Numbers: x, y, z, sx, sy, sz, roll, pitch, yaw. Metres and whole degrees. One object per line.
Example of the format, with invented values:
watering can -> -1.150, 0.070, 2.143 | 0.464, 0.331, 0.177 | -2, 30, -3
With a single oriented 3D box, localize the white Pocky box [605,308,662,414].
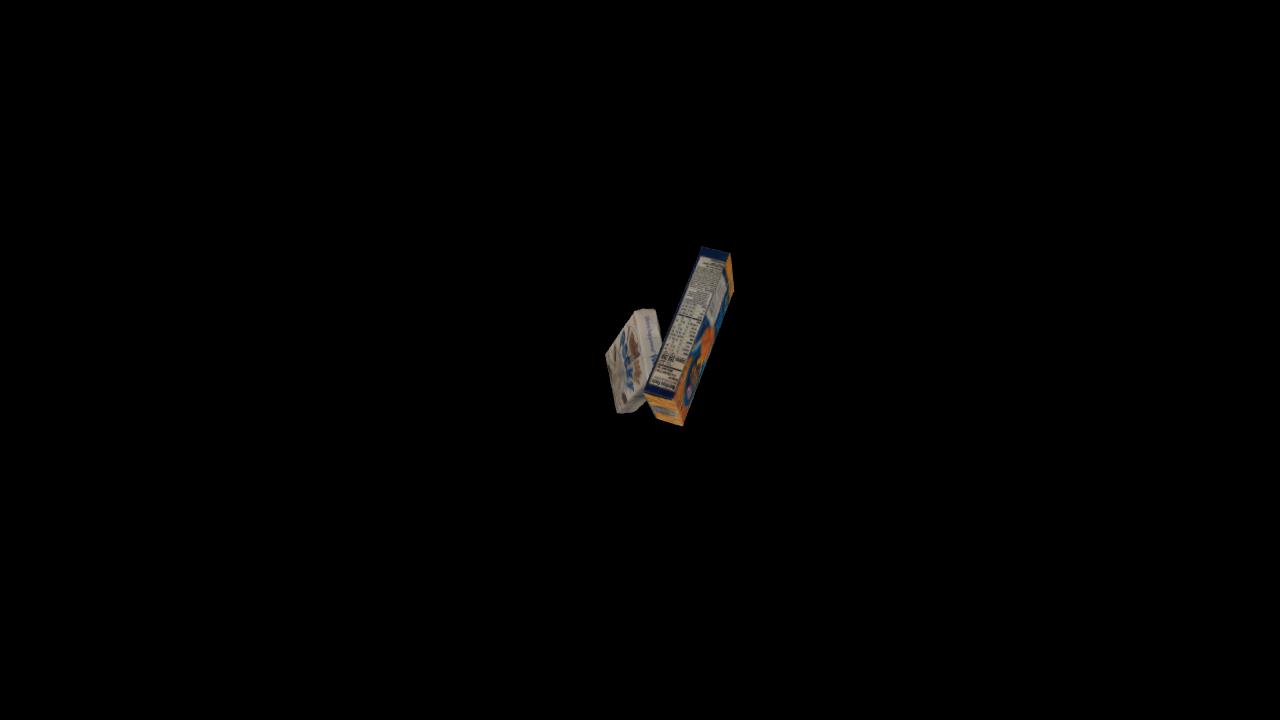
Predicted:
white Pocky box -> -0.006, 0.007, 0.726 | 0.028, 0.084, 0.154 | -6, -16, -17

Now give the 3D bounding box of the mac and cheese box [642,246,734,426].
mac and cheese box -> 0.059, -0.026, 0.692 | 0.041, 0.184, 0.093 | 17, -18, 16
